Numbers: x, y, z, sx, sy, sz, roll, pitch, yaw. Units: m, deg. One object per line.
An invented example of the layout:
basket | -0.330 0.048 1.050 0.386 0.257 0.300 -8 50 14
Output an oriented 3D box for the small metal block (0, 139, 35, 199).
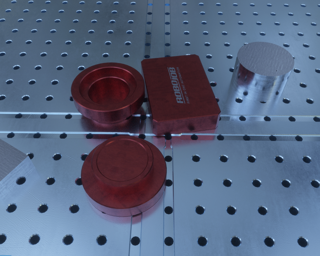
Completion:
small metal block | -0.189 0.047 0.366 0.050 0.025 0.050 25 54 19

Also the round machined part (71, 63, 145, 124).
round machined part | -0.070 -0.045 0.433 0.099 0.042 0.098 0 50 0

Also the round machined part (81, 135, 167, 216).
round machined part | -0.041 0.047 0.357 0.099 0.042 0.098 0 50 0

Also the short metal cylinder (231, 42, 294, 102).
short metal cylinder | 0.152 -0.085 0.465 0.081 0.050 0.080 0 50 0

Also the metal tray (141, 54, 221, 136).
metal tray | 0.025 -0.052 0.449 0.091 0.030 0.130 -7 50 -7
